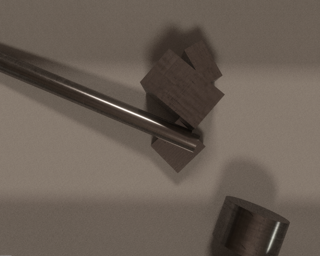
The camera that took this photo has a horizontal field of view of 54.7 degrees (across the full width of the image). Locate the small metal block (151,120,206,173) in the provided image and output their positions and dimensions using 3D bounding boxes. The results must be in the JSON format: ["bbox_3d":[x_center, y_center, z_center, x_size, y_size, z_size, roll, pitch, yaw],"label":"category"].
[{"bbox_3d":[0.023,0.023,0.412,0.050,0.025,0.050,-44,91,0],"label":"small metal block"}]

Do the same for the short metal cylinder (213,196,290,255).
[{"bbox_3d":[0.112,0.124,0.386,0.080,0.080,0.050,20,90,-1],"label":"short metal cylinder"}]

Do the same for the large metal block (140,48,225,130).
[{"bbox_3d":[0.026,-0.042,0.382,0.080,0.080,0.050,41,90,3],"label":"large metal block"}]

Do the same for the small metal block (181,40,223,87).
[{"bbox_3d":[0.052,-0.079,0.399,0.025,0.050,0.050,-30,90,-1],"label":"small metal block"}]

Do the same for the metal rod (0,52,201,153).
[{"bbox_3d":[-0.093,-0.039,0.395,0.301,0.025,0.025,22,90,5],"label":"metal rod"}]
